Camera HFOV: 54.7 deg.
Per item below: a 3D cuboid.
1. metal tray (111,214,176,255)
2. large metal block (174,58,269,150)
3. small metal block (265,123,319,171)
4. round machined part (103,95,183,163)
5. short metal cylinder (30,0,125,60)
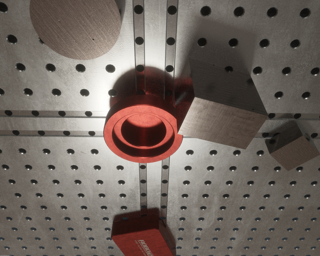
[{"bbox_3d":[-0.028,0.221,0.597,0.090,0.030,0.129,-13,129,10],"label":"metal tray"},{"bbox_3d":[0.064,-0.029,0.352,0.081,0.080,0.050,13,129,-12],"label":"large metal block"},{"bbox_3d":[0.188,0.029,0.439,0.050,0.025,0.050,-36,122,26],"label":"small metal block"},{"bbox_3d":[-0.021,-0.003,0.398,0.099,0.042,0.097,-1,130,0],"label":"round machined part"},{"bbox_3d":[-0.076,-0.113,0.298,0.081,0.050,0.079,0,130,0],"label":"short metal cylinder"}]
